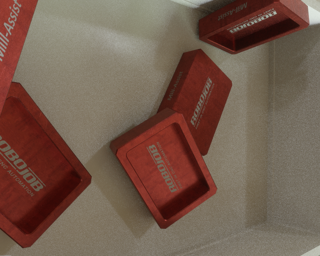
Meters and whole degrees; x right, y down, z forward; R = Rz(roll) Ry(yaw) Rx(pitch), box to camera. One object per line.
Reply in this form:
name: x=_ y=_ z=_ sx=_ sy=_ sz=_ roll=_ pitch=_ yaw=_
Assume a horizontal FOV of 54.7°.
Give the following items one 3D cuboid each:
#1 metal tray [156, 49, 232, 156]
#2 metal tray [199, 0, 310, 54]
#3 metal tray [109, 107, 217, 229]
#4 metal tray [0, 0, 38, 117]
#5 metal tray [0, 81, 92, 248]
metal tray: x=0.051 y=-0.036 z=0.448 sx=0.090 sy=0.030 sz=0.130 roll=36 pitch=68 yaw=-34
metal tray: x=0.132 y=-0.152 z=0.449 sx=0.091 sy=0.130 sz=0.030 roll=10 pitch=76 yaw=-40
metal tray: x=0.008 y=0.051 z=0.388 sx=0.090 sy=0.030 sz=0.130 roll=-32 pitch=114 yaw=-12
metal tray: x=-0.142 y=-0.064 z=0.226 sx=0.030 sy=0.090 sz=0.130 roll=42 pitch=50 yaw=-56
metal tray: x=-0.131 y=0.034 z=0.280 sx=0.090 sy=0.030 sz=0.130 roll=-48 pitch=128 yaw=-29
